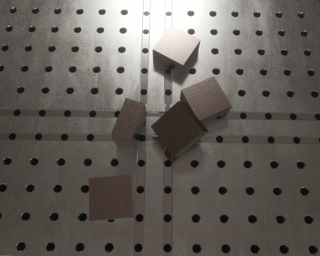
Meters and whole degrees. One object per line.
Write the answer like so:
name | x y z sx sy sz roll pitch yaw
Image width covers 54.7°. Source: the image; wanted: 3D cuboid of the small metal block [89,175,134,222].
small metal block | -0.059 0.086 0.379 0.050 0.025 0.050 -4 70 -2

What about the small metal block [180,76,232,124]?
small metal block | 0.062 -0.036 0.426 0.050 0.025 0.050 -24 72 -9

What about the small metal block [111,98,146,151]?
small metal block | -0.039 -0.003 0.399 0.025 0.050 0.050 17 71 6

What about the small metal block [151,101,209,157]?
small metal block | 0.025 0.001 0.400 0.050 0.025 0.050 -42 73 18

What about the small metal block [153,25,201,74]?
small metal block | 0.024 -0.115 0.454 0.050 0.025 0.050 30 73 10
